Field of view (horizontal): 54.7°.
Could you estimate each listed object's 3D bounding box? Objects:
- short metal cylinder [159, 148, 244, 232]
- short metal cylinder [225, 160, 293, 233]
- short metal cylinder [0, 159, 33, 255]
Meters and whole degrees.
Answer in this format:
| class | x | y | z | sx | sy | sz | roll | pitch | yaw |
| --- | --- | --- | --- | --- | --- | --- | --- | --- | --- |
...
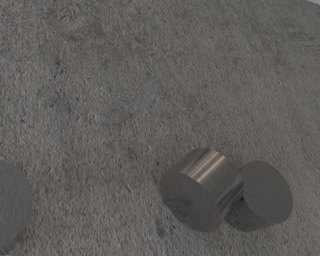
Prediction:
| class | x | y | z | sx | sy | sz | roll | pitch | yaw |
| --- | --- | --- | --- | --- | --- | --- | --- | --- | --- |
| short metal cylinder | 0.046 | 0.069 | 0.351 | 0.080 | 0.080 | 0.050 | 49 | 51 | 6 |
| short metal cylinder | 0.121 | 0.088 | 0.399 | 0.081 | 0.050 | 0.080 | 14 | 56 | -21 |
| short metal cylinder | -0.153 | 0.071 | 0.262 | 0.081 | 0.050 | 0.080 | 14 | 56 | -21 |
